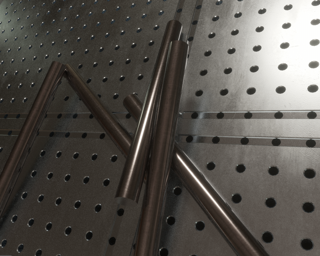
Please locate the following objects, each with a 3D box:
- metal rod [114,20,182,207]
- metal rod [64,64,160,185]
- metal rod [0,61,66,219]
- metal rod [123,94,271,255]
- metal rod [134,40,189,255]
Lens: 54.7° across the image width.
[{"bbox_3d":[-0.006,-0.042,0.410,0.025,0.025,0.300,-5,51,25],"label":"metal rod"},{"bbox_3d":[-0.085,-0.019,0.462,0.025,0.025,0.300,-43,51,-1],"label":"metal rod"},{"bbox_3d":[-0.215,0.029,0.484,0.025,0.025,0.299,7,70,31],"label":"metal rod"},{"bbox_3d":[0.031,0.051,0.359,0.025,0.025,0.300,-40,51,1],"label":"metal rod"},{"bbox_3d":[0.001,0.036,0.353,0.025,0.025,0.299,0,71,28],"label":"metal rod"}]
